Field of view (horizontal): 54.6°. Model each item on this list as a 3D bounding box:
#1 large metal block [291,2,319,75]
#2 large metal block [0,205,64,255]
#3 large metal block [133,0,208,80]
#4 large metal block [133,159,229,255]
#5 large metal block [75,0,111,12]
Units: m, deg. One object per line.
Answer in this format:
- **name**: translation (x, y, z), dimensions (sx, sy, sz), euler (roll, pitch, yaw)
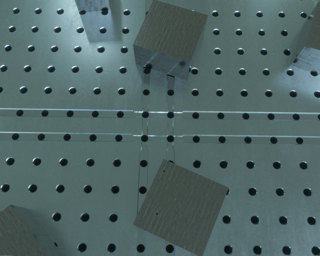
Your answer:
- **large metal block**: translation (0.247, -0.122, 0.444), dimensions (0.080, 0.050, 0.080), euler (21, 71, 7)
- **large metal block**: translation (-0.167, 0.145, 0.345), dimensions (0.080, 0.050, 0.080), euler (-41, 75, -13)
- **large metal block**: translation (0.016, -0.126, 0.445), dimensions (0.080, 0.050, 0.080), euler (19, 71, 7)
- **large metal block**: translation (0.024, 0.094, 0.364), dimensions (0.080, 0.050, 0.080), euler (23, 72, 8)
- **large metal block**: translation (-0.107, -0.236, 0.468), dimensions (0.050, 0.080, 0.080), euler (-4, 70, -1)
